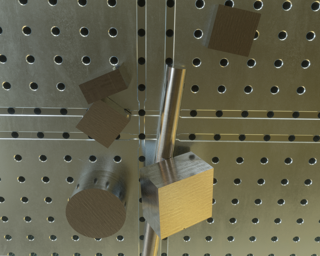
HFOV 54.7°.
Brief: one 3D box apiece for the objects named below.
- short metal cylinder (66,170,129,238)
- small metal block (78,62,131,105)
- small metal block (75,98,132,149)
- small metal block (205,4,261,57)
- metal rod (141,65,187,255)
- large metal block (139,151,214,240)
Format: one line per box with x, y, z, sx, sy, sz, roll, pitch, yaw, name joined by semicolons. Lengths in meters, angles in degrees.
-0.086;0.107;0.438;0.081;0.050;0.079;0;110;-1;short metal cylinder
-0.065;-0.056;0.379;0.050;0.050;0.025;-21;109;7;small metal block
-0.074;-0.010;0.408;0.050;0.025;0.050;36;106;-14;small metal block
0.086;-0.117;0.372;0.050;0.025;0.050;11;110;-5;small metal block
0.002;0.063;0.436;0.025;0.025;0.298;7;110;-3;metal rod
0.022;0.087;0.412;0.081;0.050;0.079;-16;119;-25;large metal block
